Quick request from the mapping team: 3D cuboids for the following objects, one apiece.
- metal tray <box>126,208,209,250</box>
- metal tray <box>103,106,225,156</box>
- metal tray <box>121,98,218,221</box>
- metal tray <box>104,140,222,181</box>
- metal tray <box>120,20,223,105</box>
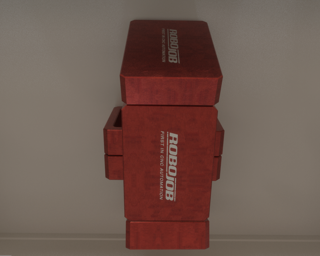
[{"bbox_3d":[0.008,0.117,0.395,0.091,0.130,0.030,0,89,-1],"label":"metal tray"},{"bbox_3d":[0.004,0.001,0.376,0.131,0.090,0.030,1,110,-1],"label":"metal tray"},{"bbox_3d":[0.008,0.034,0.323,0.091,0.030,0.129,0,110,-1],"label":"metal tray"},{"bbox_3d":[0.003,0.030,0.387,0.131,0.090,0.030,1,110,-1],"label":"metal tray"},{"bbox_3d":[0.010,-0.074,0.326,0.091,0.130,0.030,1,130,-1],"label":"metal tray"}]
